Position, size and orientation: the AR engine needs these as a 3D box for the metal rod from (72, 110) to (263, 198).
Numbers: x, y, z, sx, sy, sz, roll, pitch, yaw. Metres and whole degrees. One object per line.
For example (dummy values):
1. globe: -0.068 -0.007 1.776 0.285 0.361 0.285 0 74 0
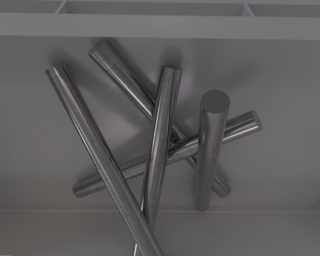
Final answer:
1. metal rod: -0.010 0.045 0.420 0.300 0.025 0.025 -24 127 29

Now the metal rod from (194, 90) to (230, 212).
1. metal rod: 0.059 0.053 0.393 0.025 0.025 0.299 -4 149 3

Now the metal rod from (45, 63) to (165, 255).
1. metal rod: -0.055 0.064 0.376 0.025 0.025 0.299 -23 100 18

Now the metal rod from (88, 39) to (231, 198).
1. metal rod: 0.017 0.006 0.414 0.025 0.025 0.300 -28 125 21

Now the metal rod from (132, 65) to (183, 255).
1. metal rod: -0.009 0.071 0.396 0.025 0.025 0.298 7 108 -6
